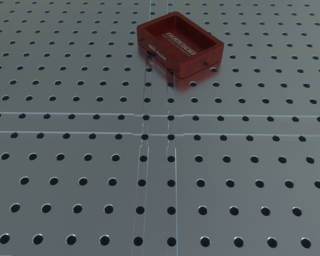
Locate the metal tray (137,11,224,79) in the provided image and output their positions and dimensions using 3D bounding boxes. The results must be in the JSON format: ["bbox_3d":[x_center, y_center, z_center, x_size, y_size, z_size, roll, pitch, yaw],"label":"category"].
[{"bbox_3d":[0.032,-0.145,0.526,0.091,0.030,0.130,-29,56,-22],"label":"metal tray"}]
